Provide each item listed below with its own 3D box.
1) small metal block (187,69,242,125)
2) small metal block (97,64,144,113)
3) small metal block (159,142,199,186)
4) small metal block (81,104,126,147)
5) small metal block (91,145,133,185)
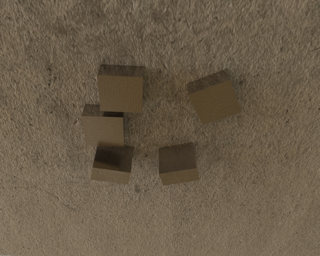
[{"bbox_3d":[0.066,-0.037,0.376,0.050,0.025,0.050,-19,128,15],"label":"small metal block"},{"bbox_3d":[-0.045,-0.046,0.367,0.050,0.025,0.050,2,130,-2],"label":"small metal block"},{"bbox_3d":[0.026,0.050,0.433,0.050,0.050,0.025,-10,129,8],"label":"small metal block"},{"bbox_3d":[-0.072,-0.003,0.404,0.050,0.025,0.050,2,130,-2],"label":"small metal block"},{"bbox_3d":[-0.066,0.048,0.431,0.050,0.050,0.025,10,129,-8],"label":"small metal block"}]
